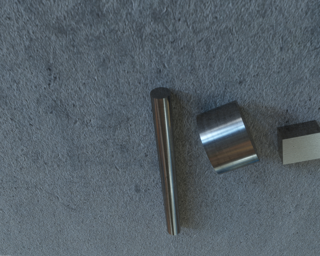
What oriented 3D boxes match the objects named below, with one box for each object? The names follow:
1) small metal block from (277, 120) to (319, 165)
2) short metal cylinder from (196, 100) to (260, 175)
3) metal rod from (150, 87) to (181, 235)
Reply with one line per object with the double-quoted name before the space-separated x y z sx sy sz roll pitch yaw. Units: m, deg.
"small metal block" 0.191 0.021 0.427 0.050 0.025 0.050 -12 129 9
"short metal cylinder" 0.084 0.012 0.382 0.050 0.080 0.080 -22 127 17
"metal rod" 0.013 0.071 0.467 0.025 0.025 0.298 -4 130 3
